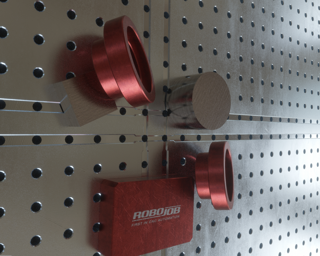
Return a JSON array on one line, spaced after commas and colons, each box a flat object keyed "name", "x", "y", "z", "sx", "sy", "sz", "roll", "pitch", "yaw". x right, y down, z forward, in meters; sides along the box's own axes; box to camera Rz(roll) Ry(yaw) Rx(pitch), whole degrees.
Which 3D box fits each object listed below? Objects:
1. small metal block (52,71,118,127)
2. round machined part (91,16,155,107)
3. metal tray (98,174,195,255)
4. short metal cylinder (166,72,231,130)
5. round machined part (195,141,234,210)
[{"name": "small metal block", "x": -0.082, "y": -0.034, "z": 0.342, "sx": 0.050, "sy": 0.025, "sz": 0.050, "roll": -29, "pitch": 109, "yaw": -36}, {"name": "round machined part", "x": -0.041, "y": -0.069, "z": 0.344, "sx": 0.098, "sy": 0.042, "sz": 0.097, "roll": -16, "pitch": 90, "yaw": -79}, {"name": "metal tray", "x": -0.012, "y": 0.109, "z": 0.398, "sx": 0.131, "sy": 0.030, "sz": 0.089, "roll": 3, "pitch": 88, "yaw": -40}, {"name": "short metal cylinder", "x": 0.056, "y": -0.037, "z": 0.442, "sx": 0.081, "sy": 0.050, "sz": 0.079, "roll": 0, "pitch": 90, "yaw": -40}, {"name": "round machined part", "x": 0.079, "y": 0.069, "z": 0.450, "sx": 0.098, "sy": 0.042, "sz": 0.097, "roll": -5, "pitch": 90, "yaw": -70}]
